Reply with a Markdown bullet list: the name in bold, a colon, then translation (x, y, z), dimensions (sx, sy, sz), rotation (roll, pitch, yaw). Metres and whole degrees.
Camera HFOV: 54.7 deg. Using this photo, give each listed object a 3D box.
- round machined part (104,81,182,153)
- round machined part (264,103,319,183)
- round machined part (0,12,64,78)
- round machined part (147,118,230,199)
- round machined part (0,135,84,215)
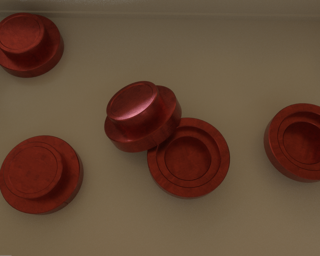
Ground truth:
- **round machined part**: translation (-0.027, -0.021, 0.383), dimensions (0.098, 0.042, 0.098), rotation (-17, 42, 16)
- **round machined part**: translation (0.181, 0.021, 0.394), dimensions (0.099, 0.042, 0.098), rotation (0, 70, 0)
- **round machined part**: translation (-0.193, -0.125, 0.445), dimensions (0.099, 0.042, 0.098), rotation (0, 70, 0)
- **round machined part**: translation (0.034, 0.040, 0.386), dimensions (0.099, 0.042, 0.098), rotation (0, 70, 0)
- **round machined part**: translation (-0.148, 0.055, 0.379), dimensions (0.099, 0.042, 0.098), rotation (0, 70, 0)
